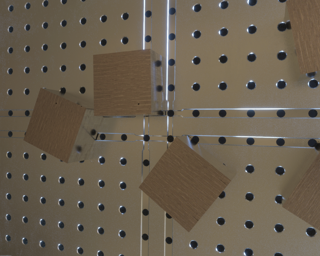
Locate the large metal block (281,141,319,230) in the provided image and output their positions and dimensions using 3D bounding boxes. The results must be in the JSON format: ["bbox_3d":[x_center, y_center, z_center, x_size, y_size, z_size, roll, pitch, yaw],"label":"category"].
[{"bbox_3d":[0.190,0.070,0.332,0.080,0.050,0.080,33,101,17],"label":"large metal block"}]

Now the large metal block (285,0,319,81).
[{"bbox_3d":[0.185,-0.102,0.334,0.080,0.050,0.080,-11,86,19],"label":"large metal block"}]

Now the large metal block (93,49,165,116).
[{"bbox_3d":[-0.040,-0.056,0.414,0.080,0.050,0.080,-1,90,20],"label":"large metal block"}]

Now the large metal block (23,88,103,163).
[{"bbox_3d":[-0.137,-0.004,0.448,0.080,0.050,0.080,23,98,18],"label":"large metal block"}]

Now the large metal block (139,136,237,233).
[{"bbox_3d":[0.035,0.066,0.387,0.080,0.050,0.080,39,102,16],"label":"large metal block"}]
